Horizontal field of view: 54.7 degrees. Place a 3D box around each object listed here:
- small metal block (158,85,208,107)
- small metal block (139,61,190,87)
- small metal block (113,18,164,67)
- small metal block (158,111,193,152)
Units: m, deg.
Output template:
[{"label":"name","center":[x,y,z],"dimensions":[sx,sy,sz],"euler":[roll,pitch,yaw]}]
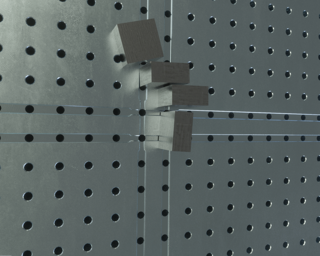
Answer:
[{"label":"small metal block","center":[0.030,-0.041,0.411],"dimensions":[0.050,0.050,0.025],"euler":[0,90,-20]},{"label":"small metal block","center":[0.005,-0.068,0.402],"dimensions":[0.050,0.050,0.025],"euler":[-1,91,-20]},{"label":"small metal block","center":[-0.028,-0.110,0.403],"dimensions":[0.050,0.025,0.050],"euler":[-16,96,-20]},{"label":"small metal block","center":[0.020,0.004,0.408],"dimensions":[0.025,0.050,0.050],"euler":[5,89,-20]}]
